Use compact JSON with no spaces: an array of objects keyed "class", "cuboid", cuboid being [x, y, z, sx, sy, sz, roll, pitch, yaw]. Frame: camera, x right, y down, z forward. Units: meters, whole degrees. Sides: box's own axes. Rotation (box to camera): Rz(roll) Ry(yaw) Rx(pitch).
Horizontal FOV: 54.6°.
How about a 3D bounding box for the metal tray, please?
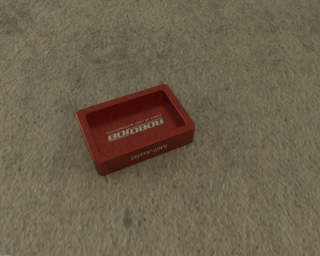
[{"class":"metal tray","cuboid":[-0.032,-0.002,0.401,0.131,0.030,0.090,-19,53,-16]}]
